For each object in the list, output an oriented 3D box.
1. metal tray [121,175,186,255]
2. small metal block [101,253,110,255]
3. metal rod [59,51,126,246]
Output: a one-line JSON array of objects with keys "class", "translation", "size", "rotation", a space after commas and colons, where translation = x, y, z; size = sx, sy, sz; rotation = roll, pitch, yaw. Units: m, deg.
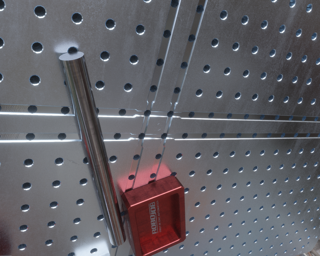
[{"class": "metal tray", "translation": [-0.006, 0.145, 0.493], "size": [0.091, 0.030, 0.129], "rotation": [-17, 126, -19]}, {"class": "small metal block", "translation": [-0.101, 0.237, 0.503], "size": [0.050, 0.025, 0.050], "rotation": [-13, 124, -21]}, {"class": "metal rod", "translation": [-0.078, 0.050, 0.399], "size": [0.025, 0.025, 0.298], "rotation": [-18, 126, -18]}]
